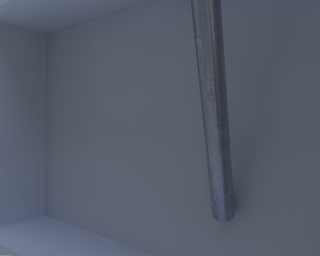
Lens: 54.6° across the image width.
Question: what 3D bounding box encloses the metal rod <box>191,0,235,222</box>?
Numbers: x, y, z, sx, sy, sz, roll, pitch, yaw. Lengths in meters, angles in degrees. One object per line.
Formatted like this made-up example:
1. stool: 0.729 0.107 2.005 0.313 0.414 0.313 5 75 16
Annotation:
1. metal rod: 0.050 -0.038 0.293 0.025 0.025 0.298 11 120 39
